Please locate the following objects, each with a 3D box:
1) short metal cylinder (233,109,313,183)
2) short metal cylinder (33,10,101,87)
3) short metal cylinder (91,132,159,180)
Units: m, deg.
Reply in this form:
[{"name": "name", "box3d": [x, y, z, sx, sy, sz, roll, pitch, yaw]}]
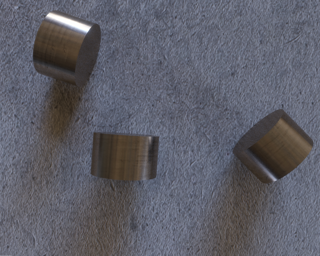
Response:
[{"name": "short metal cylinder", "box3d": [0.138, 0.022, 0.383, 0.080, 0.080, 0.050, -44, 90, 0]}, {"name": "short metal cylinder", "box3d": [-0.112, -0.097, 0.381, 0.050, 0.080, 0.080, 19, 90, 0]}, {"name": "short metal cylinder", "box3d": [-0.043, 0.032, 0.382, 0.080, 0.080, 0.050, 4, 90, 0]}]
